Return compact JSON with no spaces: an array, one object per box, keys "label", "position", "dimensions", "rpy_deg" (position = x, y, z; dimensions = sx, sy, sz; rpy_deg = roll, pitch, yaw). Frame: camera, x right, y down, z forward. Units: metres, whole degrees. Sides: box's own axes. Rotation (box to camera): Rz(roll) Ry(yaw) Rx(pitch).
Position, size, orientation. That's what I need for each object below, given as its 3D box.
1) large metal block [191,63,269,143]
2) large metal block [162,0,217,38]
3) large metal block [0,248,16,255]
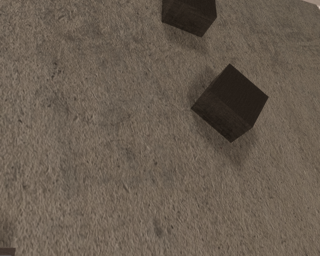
[{"label":"large metal block","position":[0.107,-0.039,0.471],"dimensions":[0.080,0.050,0.080],"rpy_deg":[41,51,-1]},{"label":"large metal block","position":[0.051,-0.220,0.551],"dimensions":[0.081,0.050,0.080],"rpy_deg":[15,56,-20]},{"label":"large metal block","position":[-0.156,0.132,0.223],"dimensions":[0.081,0.050,0.080],"rpy_deg":[10,57,-23]}]
